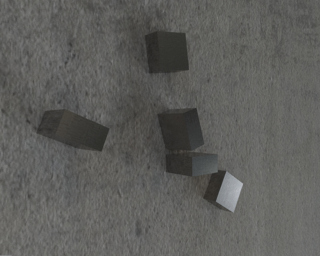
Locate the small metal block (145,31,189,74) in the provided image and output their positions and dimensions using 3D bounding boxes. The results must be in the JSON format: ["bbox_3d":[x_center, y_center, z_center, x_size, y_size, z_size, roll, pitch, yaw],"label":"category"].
[{"bbox_3d":[0.010,-0.100,0.415,0.050,0.025,0.050,-11,97,-40],"label":"small metal block"}]

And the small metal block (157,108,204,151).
[{"bbox_3d":[0.027,0.001,0.414,0.025,0.050,0.050,-23,105,-38],"label":"small metal block"}]

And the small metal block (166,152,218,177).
[{"bbox_3d":[0.044,0.049,0.428,0.050,0.050,0.025,-1,91,-40],"label":"small metal block"}]

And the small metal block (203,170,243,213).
[{"bbox_3d":[0.101,0.100,0.493,0.050,0.025,0.050,37,67,-34],"label":"small metal block"}]

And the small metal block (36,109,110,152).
[{"bbox_3d":[-0.089,0.003,0.315,0.050,0.050,0.025,27,73,-37],"label":"small metal block"}]
